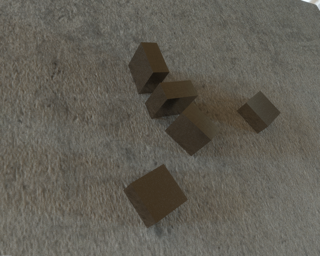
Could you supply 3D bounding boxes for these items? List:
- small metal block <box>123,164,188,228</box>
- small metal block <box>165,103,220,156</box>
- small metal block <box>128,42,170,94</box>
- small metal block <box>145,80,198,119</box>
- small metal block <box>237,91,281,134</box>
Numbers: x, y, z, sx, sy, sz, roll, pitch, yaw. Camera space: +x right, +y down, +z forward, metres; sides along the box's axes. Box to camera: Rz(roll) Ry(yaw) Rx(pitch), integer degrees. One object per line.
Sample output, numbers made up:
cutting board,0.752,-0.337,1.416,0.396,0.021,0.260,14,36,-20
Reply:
small metal block,-0.005,0.077,0.356,0.050,0.025,0.050,-26,76,-37
small metal block,0.042,0.003,0.410,0.050,0.050,0.025,44,51,1
small metal block,-0.017,-0.083,0.431,0.025,0.050,0.050,-8,66,-32
small metal block,0.015,-0.039,0.421,0.050,0.050,0.025,-10,67,-33
small metal block,0.163,-0.027,0.511,0.050,0.025,0.050,49,51,6
